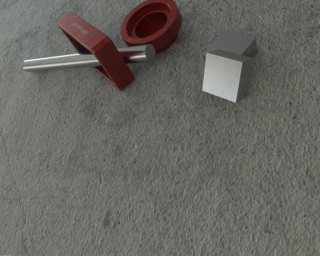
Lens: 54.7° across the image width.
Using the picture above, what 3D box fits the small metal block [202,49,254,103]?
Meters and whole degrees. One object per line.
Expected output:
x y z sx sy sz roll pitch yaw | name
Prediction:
0.082 -0.065 0.381 0.050 0.050 0.025 27 37 37 | small metal block

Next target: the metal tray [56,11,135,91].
-0.101 -0.121 0.485 0.030 0.090 0.130 -43 51 -8 | metal tray

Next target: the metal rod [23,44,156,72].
-0.137 -0.115 0.527 0.300 0.025 0.025 4 63 35 | metal rod

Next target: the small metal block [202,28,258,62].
0.094 -0.101 0.416 0.050 0.025 0.050 35 81 38 | small metal block

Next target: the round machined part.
-0.010 -0.157 0.493 0.098 0.042 0.098 -13 56 20 | round machined part
